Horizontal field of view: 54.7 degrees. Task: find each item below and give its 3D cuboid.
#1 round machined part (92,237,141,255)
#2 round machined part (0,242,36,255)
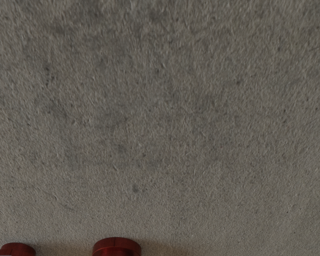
[{"bbox_3d":[-0.087,0.263,0.619,0.099,0.042,0.097,-1,130,0],"label":"round machined part"},{"bbox_3d":[-0.289,0.265,0.617,0.099,0.042,0.097,-1,130,0],"label":"round machined part"}]
